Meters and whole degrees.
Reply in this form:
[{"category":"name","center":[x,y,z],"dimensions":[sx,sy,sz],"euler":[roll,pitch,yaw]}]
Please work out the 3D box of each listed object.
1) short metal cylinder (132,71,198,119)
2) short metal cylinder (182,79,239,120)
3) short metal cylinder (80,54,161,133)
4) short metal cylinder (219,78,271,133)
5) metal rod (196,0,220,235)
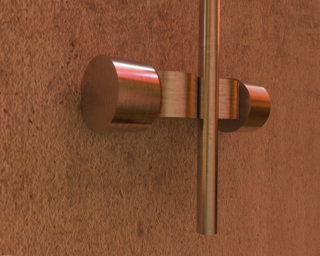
[{"category":"short metal cylinder","center":[0.005,-0.037,0.375],"dimensions":[0.081,0.080,0.050],"euler":[1,90,-40]},{"category":"short metal cylinder","center":[0.067,-0.037,0.426],"dimensions":[0.081,0.080,0.050],"euler":[1,90,-40]},{"category":"short metal cylinder","center":[-0.044,-0.035,0.333],"dimensions":[0.050,0.080,0.080],"euler":[1,90,-40]},{"category":"short metal cylinder","center":[0.118,-0.033,0.469],"dimensions":[0.050,0.080,0.080],"euler":[1,90,-40]},{"category":"metal rod","center":[0.058,-0.024,0.374],"dimensions":[0.025,0.025,0.298],"euler":[1,89,-40]}]
